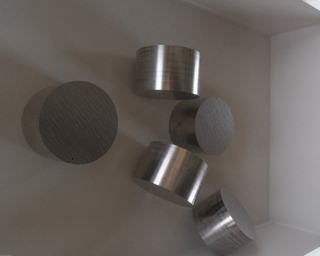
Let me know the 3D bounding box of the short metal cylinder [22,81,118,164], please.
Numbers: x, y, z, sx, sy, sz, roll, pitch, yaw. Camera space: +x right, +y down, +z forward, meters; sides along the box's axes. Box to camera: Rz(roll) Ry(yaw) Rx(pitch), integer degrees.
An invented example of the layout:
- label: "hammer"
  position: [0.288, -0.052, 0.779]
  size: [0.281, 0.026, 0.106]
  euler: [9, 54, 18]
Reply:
- label: "short metal cylinder"
  position: [-0.090, -0.005, 0.314]
  size: [0.081, 0.050, 0.080]
  euler: [0, 90, -40]

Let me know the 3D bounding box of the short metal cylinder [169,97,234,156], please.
- label: "short metal cylinder"
  position: [0.059, -0.003, 0.440]
  size: [0.081, 0.050, 0.080]
  euler: [0, 90, -40]

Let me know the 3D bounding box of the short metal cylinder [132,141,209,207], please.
- label: "short metal cylinder"
  position: [0.013, 0.058, 0.382]
  size: [0.080, 0.080, 0.050]
  euler: [39, 66, -33]

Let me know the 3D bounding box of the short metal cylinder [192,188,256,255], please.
- label: "short metal cylinder"
  position: [0.091, 0.133, 0.439]
  size: [0.080, 0.050, 0.080]
  euler: [45, 19, -20]

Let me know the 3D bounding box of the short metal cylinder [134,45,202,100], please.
- label: "short metal cylinder"
  position: [0.010, -0.065, 0.379]
  size: [0.081, 0.080, 0.050]
  euler: [6, 87, -40]
